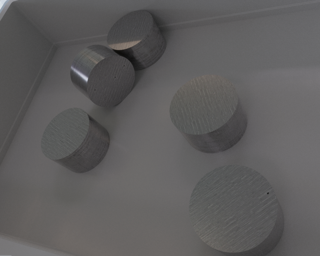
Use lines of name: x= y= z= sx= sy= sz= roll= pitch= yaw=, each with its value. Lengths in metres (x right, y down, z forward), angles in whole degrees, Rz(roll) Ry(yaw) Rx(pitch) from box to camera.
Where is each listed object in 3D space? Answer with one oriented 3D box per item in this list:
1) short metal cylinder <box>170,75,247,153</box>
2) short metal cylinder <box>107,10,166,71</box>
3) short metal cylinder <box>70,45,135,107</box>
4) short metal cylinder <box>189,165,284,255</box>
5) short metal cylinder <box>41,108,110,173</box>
short metal cylinder: x=0.058 y=-0.016 z=0.369 sx=0.080 sy=0.050 sz=0.080 roll=-13 pitch=56 yaw=21
short metal cylinder: x=-0.037 y=-0.139 z=0.495 sx=0.080 sy=0.050 sz=0.080 roll=-13 pitch=56 yaw=21
short metal cylinder: x=-0.085 y=-0.078 z=0.463 sx=0.080 sy=0.080 sz=0.050 roll=-49 pitch=51 yaw=-6
short metal cylinder: x=0.075 y=0.082 z=0.300 sx=0.080 sy=0.050 sz=0.080 roll=-13 pitch=56 yaw=21
short metal cylinder: x=-0.120 y=0.018 z=0.442 sx=0.080 sy=0.050 sz=0.080 roll=-13 pitch=56 yaw=21
